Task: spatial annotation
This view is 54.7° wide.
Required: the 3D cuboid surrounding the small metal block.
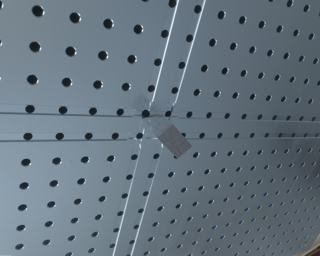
[{"bbox_3d":[0.009,0.006,0.405,0.025,0.050,0.050,-43,130,1],"label":"small metal block"}]
